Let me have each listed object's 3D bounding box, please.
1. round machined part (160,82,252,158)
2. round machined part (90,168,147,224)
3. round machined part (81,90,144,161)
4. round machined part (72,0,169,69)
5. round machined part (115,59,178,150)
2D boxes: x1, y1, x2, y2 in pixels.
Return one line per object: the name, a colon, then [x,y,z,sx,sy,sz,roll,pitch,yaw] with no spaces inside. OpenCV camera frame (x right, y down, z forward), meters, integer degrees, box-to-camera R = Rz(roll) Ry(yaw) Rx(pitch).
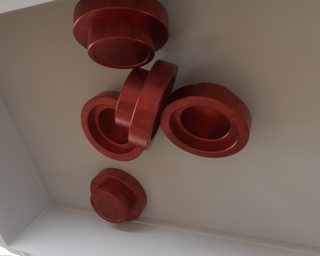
round machined part: [0.053,-0.013,0.350,0.098,0.042,0.097,13,141,11]
round machined part: [-0.075,0.118,0.510,0.098,0.042,0.097,13,124,21]
round machined part: [-0.055,-0.006,0.423,0.098,0.042,0.097,13,124,21]
round machined part: [-0.040,-0.095,0.322,0.098,0.098,0.042,-11,73,33]
round machined part: [-0.017,-0.028,0.339,0.042,0.098,0.097,20,127,4]
